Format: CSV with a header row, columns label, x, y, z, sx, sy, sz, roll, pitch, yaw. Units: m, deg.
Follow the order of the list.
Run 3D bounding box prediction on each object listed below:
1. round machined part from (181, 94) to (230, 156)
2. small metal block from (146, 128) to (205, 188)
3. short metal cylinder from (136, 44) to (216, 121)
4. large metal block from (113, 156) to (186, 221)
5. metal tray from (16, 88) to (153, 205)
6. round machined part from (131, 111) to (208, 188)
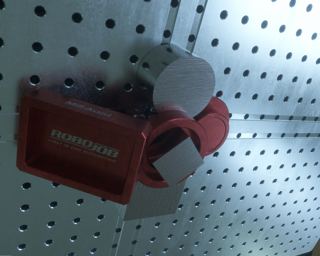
label,x,y,z,sx,sy,sz,roll,pitch,yaw
round machined part,0.056,0.001,0.430,0.099,0.042,0.097,-14,124,-21
small metal block,0.017,0.034,0.361,0.050,0.025,0.050,-36,129,-4
short metal cylinder,0.018,-0.054,0.371,0.081,0.050,0.079,-14,124,-21
large metal block,-0.015,0.077,0.431,0.081,0.050,0.079,1,118,-29
metal tray,-0.082,0.020,0.329,0.131,0.030,0.089,17,114,4
round machined part,0.006,0.022,0.379,0.099,0.042,0.097,-14,124,-21
